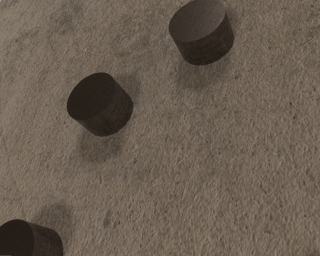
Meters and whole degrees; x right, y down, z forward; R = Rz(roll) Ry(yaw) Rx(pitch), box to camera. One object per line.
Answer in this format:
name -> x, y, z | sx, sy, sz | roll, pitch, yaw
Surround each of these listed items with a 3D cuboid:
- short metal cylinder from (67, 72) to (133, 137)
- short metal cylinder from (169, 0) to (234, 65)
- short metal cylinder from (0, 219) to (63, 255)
short metal cylinder -> -0.087, -0.034, 0.452 | 0.080, 0.050, 0.080 | -13, 56, 20
short metal cylinder -> 0.059, -0.136, 0.439 | 0.080, 0.050, 0.080 | -13, 56, 20
short metal cylinder -> -0.167, 0.157, 0.377 | 0.080, 0.050, 0.080 | -13, 56, 20
